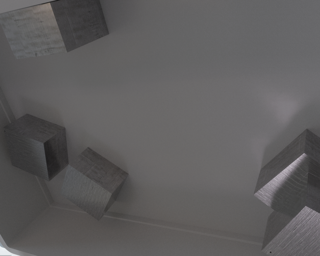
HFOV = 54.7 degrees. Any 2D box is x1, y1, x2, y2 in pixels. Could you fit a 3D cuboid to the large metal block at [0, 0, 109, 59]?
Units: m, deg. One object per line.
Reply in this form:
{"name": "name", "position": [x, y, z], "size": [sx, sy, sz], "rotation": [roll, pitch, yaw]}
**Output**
{"name": "large metal block", "position": [-0.121, -0.120, 0.363], "size": [0.080, 0.080, 0.050], "rotation": [1, 119, 28]}

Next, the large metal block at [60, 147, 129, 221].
{"name": "large metal block", "position": [-0.109, 0.092, 0.507], "size": [0.080, 0.050, 0.079], "rotation": [33, 129, 6]}

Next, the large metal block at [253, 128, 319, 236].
{"name": "large metal block", "position": [0.166, 0.062, 0.343], "size": [0.080, 0.050, 0.080], "rotation": [36, 129, 4]}

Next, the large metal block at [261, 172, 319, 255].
{"name": "large metal block", "position": [0.161, 0.104, 0.307], "size": [0.080, 0.050, 0.079], "rotation": [29, 128, 9]}

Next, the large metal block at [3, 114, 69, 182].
{"name": "large metal block", "position": [-0.206, 0.032, 0.521], "size": [0.080, 0.050, 0.079], "rotation": [18, 126, 17]}
